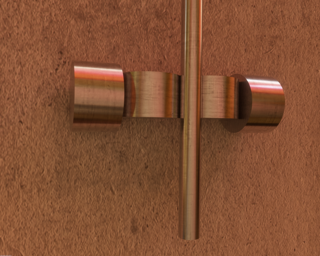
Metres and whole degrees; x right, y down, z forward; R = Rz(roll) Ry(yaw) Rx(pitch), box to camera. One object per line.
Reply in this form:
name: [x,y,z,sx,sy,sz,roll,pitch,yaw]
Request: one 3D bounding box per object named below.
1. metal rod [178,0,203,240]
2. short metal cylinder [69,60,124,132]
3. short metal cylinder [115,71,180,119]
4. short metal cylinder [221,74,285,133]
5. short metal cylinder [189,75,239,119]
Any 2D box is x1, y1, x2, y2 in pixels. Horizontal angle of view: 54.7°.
metal rod: [0.036,-0.024,0.358,0.025,0.025,0.298,1,90,-20]
short metal cylinder: [-0.075,-0.035,0.354,0.050,0.080,0.080,1,90,-20]
short metal cylinder: [-0.014,-0.037,0.376,0.081,0.080,0.050,1,90,-20]
short metal cylinder: [0.123,-0.033,0.427,0.050,0.080,0.080,1,90,-20]
short metal cylinder: [0.062,-0.037,0.403,0.081,0.080,0.050,1,90,-20]
